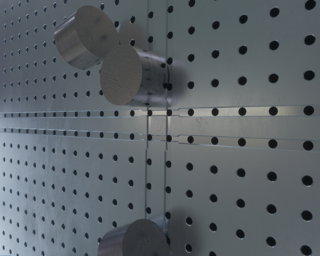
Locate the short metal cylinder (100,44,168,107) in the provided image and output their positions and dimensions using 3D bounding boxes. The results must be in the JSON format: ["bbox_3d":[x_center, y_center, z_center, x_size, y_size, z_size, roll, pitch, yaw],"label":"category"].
[{"bbox_3d":[-0.036,-0.069,0.423,0.080,0.050,0.079,0,90,40],"label":"short metal cylinder"}]

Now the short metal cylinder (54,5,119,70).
[{"bbox_3d":[-0.108,-0.133,0.463,0.050,0.081,0.080,-16,80,39],"label":"short metal cylinder"}]

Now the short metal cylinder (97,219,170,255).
[{"bbox_3d":[-0.033,0.164,0.401,0.050,0.081,0.080,-30,71,36],"label":"short metal cylinder"}]
